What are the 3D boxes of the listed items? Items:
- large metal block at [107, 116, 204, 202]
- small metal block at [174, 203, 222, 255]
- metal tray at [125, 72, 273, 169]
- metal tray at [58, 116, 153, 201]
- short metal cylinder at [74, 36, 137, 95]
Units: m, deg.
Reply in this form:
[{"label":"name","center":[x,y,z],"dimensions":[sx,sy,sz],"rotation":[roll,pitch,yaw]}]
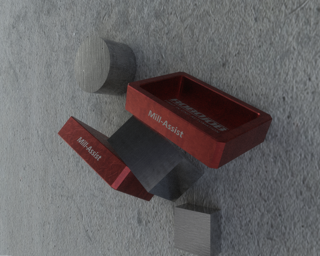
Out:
[{"label":"large metal block","center":[-0.003,0.035,0.363],"dimensions":[0.050,0.080,0.080],"rotation":[-44,60,2]},{"label":"small metal block","center":[0.045,0.120,0.368],"dimensions":[0.050,0.025,0.050],"rotation":[0,90,40]},{"label":"metal tray","center":[0.037,-0.017,0.328],"dimensions":[0.130,0.091,0.030],"rotation":[34,129,34]},{"label":"metal tray","center":[-0.067,0.041,0.415],"dimensions":[0.130,0.090,0.030],"rotation":[35,88,34]},{"label":"short metal cylinder","center":[-0.081,-0.089,0.455],"dimensions":[0.080,0.050,0.080],"rotation":[0,90,40]}]
